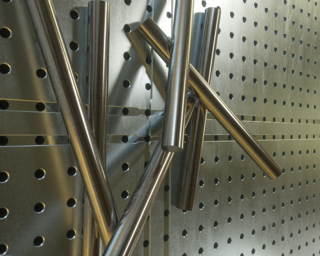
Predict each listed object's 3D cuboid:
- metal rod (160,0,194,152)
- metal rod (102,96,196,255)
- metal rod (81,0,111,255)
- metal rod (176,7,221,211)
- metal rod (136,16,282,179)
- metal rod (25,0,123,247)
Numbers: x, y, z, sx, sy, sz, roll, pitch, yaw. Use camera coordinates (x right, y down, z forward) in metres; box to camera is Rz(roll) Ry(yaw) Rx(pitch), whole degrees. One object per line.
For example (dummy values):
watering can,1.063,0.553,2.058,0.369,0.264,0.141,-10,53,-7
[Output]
metal rod,0.028,-0.116,0.390,0.025,0.025,0.299,23,63,-38
metal rod,-0.013,0.065,0.346,0.025,0.025,0.301,53,44,-27
metal rod,-0.072,0.010,0.347,0.025,0.025,0.298,2,89,-40
metal rod,0.058,-0.032,0.456,0.025,0.025,0.299,15,81,-39
metal rod,0.079,-0.031,0.437,0.300,0.025,0.025,45,62,-18
metal rod,-0.090,-0.024,0.313,0.025,0.025,0.299,-21,97,-38
